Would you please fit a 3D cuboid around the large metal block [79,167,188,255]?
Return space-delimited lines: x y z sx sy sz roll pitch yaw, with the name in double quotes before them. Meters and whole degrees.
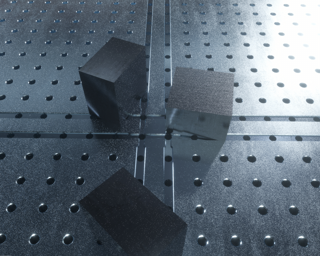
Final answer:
"large metal block" -0.024 0.097 0.290 0.080 0.080 0.050 37 59 26

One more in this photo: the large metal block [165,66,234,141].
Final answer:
"large metal block" 0.055 -0.034 0.421 0.080 0.050 0.080 8 51 6

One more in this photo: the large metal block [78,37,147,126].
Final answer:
"large metal block" -0.060 -0.064 0.425 0.050 0.080 0.080 20 53 16
